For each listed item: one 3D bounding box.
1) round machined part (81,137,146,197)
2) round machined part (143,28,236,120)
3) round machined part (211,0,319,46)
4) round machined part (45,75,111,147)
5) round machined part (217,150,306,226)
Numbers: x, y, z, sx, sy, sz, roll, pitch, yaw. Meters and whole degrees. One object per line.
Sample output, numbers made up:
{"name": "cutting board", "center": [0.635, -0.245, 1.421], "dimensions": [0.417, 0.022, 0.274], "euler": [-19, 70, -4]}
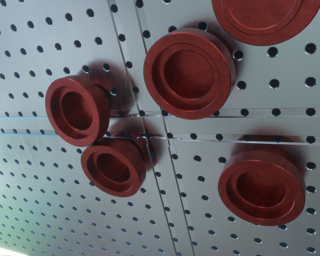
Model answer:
{"name": "round machined part", "center": [-0.065, 0.053, 0.463], "dimensions": [0.098, 0.042, 0.097], "euler": [13, 128, 18]}
{"name": "round machined part", "center": [0.035, -0.061, 0.343], "dimensions": [0.098, 0.042, 0.097], "euler": [13, 124, 20]}
{"name": "round machined part", "center": [0.093, -0.121, 0.276], "dimensions": [0.098, 0.042, 0.097], "euler": [13, 124, 20]}
{"name": "round machined part", "center": [-0.109, -0.026, 0.433], "dimensions": [0.098, 0.042, 0.097], "euler": [12, 115, 27]}
{"name": "round machined part", "center": [0.124, 0.068, 0.377], "dimensions": [0.098, 0.042, 0.097], "euler": [13, 124, 20]}
